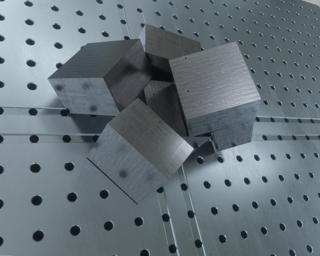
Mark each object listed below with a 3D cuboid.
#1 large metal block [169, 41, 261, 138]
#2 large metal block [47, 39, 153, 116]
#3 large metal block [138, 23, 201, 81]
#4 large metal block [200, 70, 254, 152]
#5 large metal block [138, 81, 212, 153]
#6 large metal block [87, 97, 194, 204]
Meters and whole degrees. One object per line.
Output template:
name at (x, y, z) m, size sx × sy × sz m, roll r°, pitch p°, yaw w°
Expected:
large metal block at (0.061, -0.044, 0.362) m, size 0.080 × 0.050 × 0.080 m, roll -15°, pitch 64°, yaw 2°
large metal block at (-0.067, -0.060, 0.365) m, size 0.080 × 0.080 × 0.050 m, roll -58°, pitch 140°, yaw -39°
large metal block at (0.002, -0.085, 0.426) m, size 0.081 × 0.080 × 0.050 m, roll 12°, pitch 57°, yaw -21°
large metal block at (0.088, -0.023, 0.423) m, size 0.050 × 0.080 × 0.080 m, roll -17°, pitch 65°, yaw 6°
large metal block at (0.011, -0.013, 0.405) m, size 0.081 × 0.050 × 0.080 m, roll 1°, pitch 61°, yaw -28°
large metal block at (-0.024, 0.027, 0.341) m, size 0.080 × 0.080 × 0.050 m, roll 43°, pitch 50°, yaw 1°
